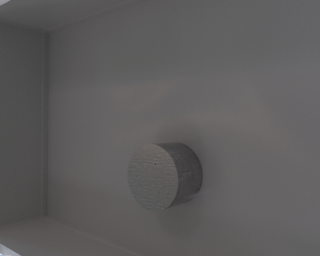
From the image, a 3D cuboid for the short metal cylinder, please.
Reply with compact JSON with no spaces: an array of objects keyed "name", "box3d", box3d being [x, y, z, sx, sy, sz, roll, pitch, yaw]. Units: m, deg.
[{"name":"short metal cylinder","box3d":[0.006,0.059,0.387,0.080,0.050,0.080,0,90,40]}]
